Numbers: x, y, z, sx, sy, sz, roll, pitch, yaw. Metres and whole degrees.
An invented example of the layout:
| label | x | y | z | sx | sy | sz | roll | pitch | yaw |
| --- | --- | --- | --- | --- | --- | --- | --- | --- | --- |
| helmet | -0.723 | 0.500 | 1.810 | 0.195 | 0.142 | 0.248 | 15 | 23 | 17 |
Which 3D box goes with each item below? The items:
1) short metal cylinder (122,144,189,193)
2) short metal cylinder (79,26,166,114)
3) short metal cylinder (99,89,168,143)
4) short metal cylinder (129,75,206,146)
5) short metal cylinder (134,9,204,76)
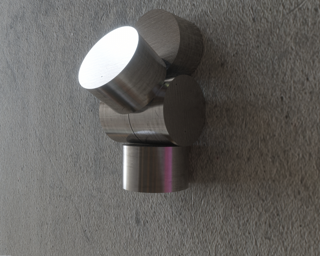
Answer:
| label | x | y | z | sx | sy | sz | roll | pitch | yaw |
| --- | --- | --- | --- | --- | --- | --- | --- | --- | --- |
| short metal cylinder | -0.006 | 0.045 | 0.374 | 0.080 | 0.081 | 0.050 | 0 | 90 | 39 |
| short metal cylinder | -0.040 | -0.062 | 0.335 | 0.080 | 0.050 | 0.080 | -21 | 50 | 27 |
| short metal cylinder | -0.029 | -0.020 | 0.393 | 0.050 | 0.081 | 0.079 | 1 | 91 | 39 |
| short metal cylinder | 0.010 | -0.019 | 0.360 | 0.050 | 0.081 | 0.079 | 0 | 90 | 40 |
| short metal cylinder | 0.007 | -0.099 | 0.384 | 0.080 | 0.050 | 0.079 | 0 | 90 | 39 |
